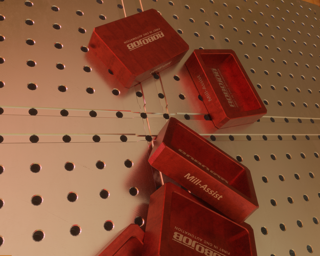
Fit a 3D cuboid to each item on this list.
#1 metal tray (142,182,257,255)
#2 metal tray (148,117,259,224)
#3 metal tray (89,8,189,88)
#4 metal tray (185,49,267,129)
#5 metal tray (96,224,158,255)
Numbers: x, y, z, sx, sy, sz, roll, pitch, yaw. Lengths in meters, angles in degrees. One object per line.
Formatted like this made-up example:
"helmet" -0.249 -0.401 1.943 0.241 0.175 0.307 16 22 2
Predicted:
"metal tray" 0.047 0.124 0.328 0.130 0.030 0.090 31 36 -18
"metal tray" 0.054 0.047 0.378 0.130 0.030 0.090 34 23 -6
"metal tray" -0.028 -0.124 0.465 0.090 0.030 0.131 49 51 6
"metal tray" 0.106 -0.067 0.502 0.091 0.030 0.130 -9 66 -32
"metal tray" -0.017 0.170 0.291 0.130 0.030 0.091 48 51 5
